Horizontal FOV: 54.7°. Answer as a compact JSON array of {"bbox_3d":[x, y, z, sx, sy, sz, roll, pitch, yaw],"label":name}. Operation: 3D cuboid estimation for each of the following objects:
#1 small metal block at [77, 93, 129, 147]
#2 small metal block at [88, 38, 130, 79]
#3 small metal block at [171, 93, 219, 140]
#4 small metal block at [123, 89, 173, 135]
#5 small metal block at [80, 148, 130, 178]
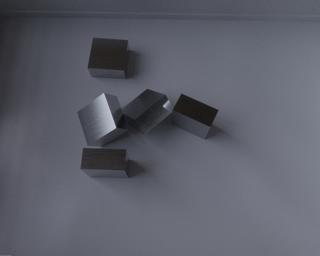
[{"bbox_3d":[-0.074,-0.009,0.400,0.050,0.025,0.050,-31,70,25],"label":"small metal block"},{"bbox_3d":[-0.073,-0.100,0.445,0.050,0.025,0.050,4,70,1],"label":"small metal block"},{"bbox_3d":[0.044,-0.014,0.402,0.050,0.050,0.025,25,72,8],"label":"small metal block"},{"bbox_3d":[-0.018,-0.023,0.403,0.050,0.025,0.050,-41,31,-14],"label":"small metal block"},{"bbox_3d":[-0.065,0.044,0.379,0.050,0.050,0.025,2,70,0],"label":"small metal block"}]
